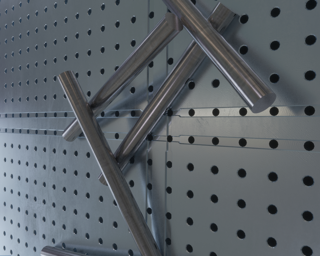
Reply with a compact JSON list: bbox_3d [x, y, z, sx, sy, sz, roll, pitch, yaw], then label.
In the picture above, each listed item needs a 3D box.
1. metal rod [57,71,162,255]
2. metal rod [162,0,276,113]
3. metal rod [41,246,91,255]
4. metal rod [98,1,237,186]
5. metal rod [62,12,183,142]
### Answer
[{"bbox_3d":[-0.072,0.053,0.437,0.025,0.025,0.299,-33,80,35],"label":"metal rod"},{"bbox_3d":[0.031,-0.132,0.356,0.025,0.025,0.299,-50,52,29],"label":"metal rod"},{"bbox_3d":[-0.108,0.215,0.486,0.299,0.025,0.025,-12,83,44],"label":"metal rod"},{"bbox_3d":[-0.004,-0.027,0.413,0.025,0.025,0.299,52,120,27],"label":"metal rod"},{"bbox_3d":[-0.072,-0.052,0.440,0.299,0.025,0.025,-36,67,43],"label":"metal rod"}]
